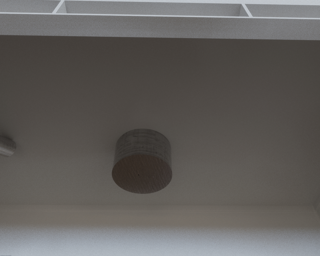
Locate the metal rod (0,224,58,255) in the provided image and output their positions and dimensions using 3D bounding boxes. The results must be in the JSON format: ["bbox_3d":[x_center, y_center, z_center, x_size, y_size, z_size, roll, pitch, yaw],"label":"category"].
[{"bbox_3d":[-0.286,0.202,0.579,0.025,0.025,0.300,-27,126,21],"label":"metal rod"}]

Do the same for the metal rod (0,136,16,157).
[{"bbox_3d":[-0.252,-0.020,0.298,0.025,0.025,0.300,-14,158,11],"label":"metal rod"}]

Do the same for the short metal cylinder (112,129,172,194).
[{"bbox_3d":[-0.024,0.047,0.433,0.081,0.050,0.079,0,130,0],"label":"short metal cylinder"}]

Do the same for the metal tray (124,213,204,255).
[{"bbox_3d":[0.006,0.195,0.535,0.131,0.090,0.030,3,130,-3],"label":"metal tray"}]
